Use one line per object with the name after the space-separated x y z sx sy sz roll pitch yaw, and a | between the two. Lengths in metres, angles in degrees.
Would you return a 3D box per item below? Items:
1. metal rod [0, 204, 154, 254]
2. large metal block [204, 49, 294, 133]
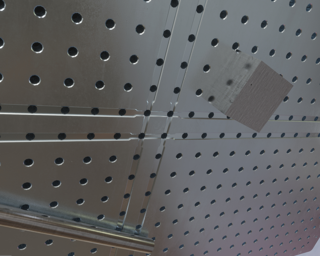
-0.122 0.142 0.432 0.301 0.025 0.025 29 102 -38 | metal rod
0.123 -0.050 0.431 0.080 0.050 0.080 23 106 -37 | large metal block
